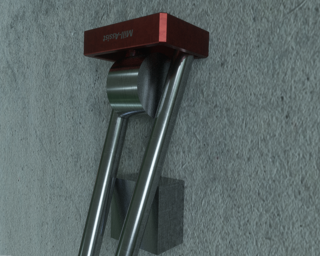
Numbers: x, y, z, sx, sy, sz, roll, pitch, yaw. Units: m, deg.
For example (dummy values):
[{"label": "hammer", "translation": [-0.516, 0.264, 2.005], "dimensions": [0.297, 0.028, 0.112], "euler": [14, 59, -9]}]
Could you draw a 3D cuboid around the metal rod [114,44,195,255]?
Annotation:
[{"label": "metal rod", "translation": [-0.010, 0.045, 0.352], "dimensions": [0.025, 0.025, 0.299], "euler": [11, 82, 39]}]

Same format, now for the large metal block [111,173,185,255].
[{"label": "large metal block", "translation": [-0.017, 0.105, 0.399], "dimensions": [0.080, 0.050, 0.079], "euler": [2, 92, 39]}]

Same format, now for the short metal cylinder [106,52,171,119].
[{"label": "short metal cylinder", "translation": [-0.019, -0.051, 0.385], "dimensions": [0.050, 0.081, 0.079], "euler": [3, 92, 39]}]

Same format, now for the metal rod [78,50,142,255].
[{"label": "metal rod", "translation": [-0.064, 0.042, 0.397], "dimensions": [0.025, 0.025, 0.299], "euler": [3, 76, 39]}]

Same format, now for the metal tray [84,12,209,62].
[{"label": "metal tray", "translation": [-0.018, -0.102, 0.377], "dimensions": [0.130, 0.091, 0.030], "euler": [3, 92, 39]}]
